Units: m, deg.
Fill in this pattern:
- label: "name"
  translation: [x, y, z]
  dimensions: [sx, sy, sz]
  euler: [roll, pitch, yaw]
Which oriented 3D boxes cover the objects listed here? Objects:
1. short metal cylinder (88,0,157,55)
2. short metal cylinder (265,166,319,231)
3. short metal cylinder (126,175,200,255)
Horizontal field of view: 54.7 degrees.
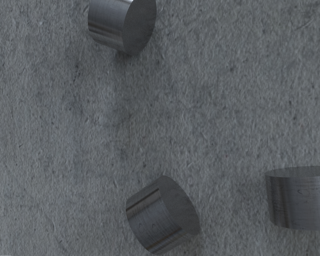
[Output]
- label: "short metal cylinder"
  translation: [-0.046, -0.139, 0.395]
  dimensions: [0.050, 0.080, 0.080]
  euler: [24, 98, 18]
- label: "short metal cylinder"
  translation: [0.155, 0.070, 0.325]
  dimensions: [0.080, 0.080, 0.050]
  euler: [-7, 88, 19]
- label: "short metal cylinder"
  translation: [0.004, 0.105, 0.378]
  dimensions: [0.050, 0.080, 0.080]
  euler: [-37, 79, 16]
